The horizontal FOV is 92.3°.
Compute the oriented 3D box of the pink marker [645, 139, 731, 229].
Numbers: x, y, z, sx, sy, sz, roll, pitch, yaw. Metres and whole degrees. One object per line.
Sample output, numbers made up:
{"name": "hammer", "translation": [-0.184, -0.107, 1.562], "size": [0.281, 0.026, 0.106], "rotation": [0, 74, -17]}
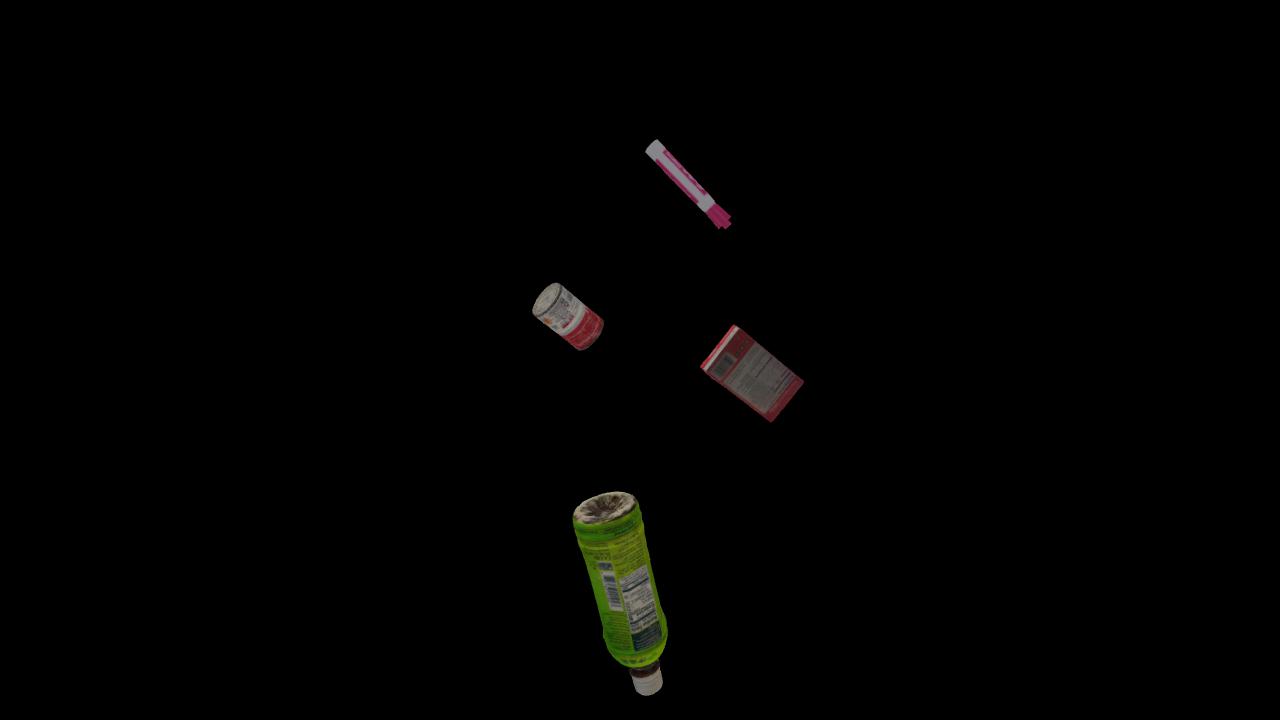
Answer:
{"name": "pink marker", "translation": [0.054, -0.188, 0.665], "size": [0.020, 0.121, 0.020], "rotation": [-44, 3, 3]}

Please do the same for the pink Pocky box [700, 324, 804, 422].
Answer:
{"name": "pink Pocky box", "translation": [0.173, 0.023, 0.941], "size": [0.155, 0.084, 0.029], "rotation": [36, 5, -25]}

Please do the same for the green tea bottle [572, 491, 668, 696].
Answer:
{"name": "green tea bottle", "translation": [-0.014, 0.245, 0.631], "size": [0.073, 0.212, 0.073], "rotation": [-11, 10, 2]}

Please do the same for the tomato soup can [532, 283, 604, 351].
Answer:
{"name": "tomato soup can", "translation": [-0.118, -0.070, 1.002], "size": [0.101, 0.068, 0.068], "rotation": [39, -24, -33]}
